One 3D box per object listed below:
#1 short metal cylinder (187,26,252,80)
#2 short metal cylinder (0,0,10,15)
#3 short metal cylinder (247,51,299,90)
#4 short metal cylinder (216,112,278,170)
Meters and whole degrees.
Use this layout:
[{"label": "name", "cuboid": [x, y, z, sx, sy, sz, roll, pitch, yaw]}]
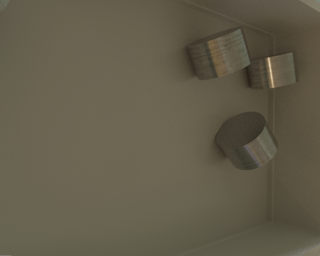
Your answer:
[{"label": "short metal cylinder", "cuboid": [0.085, -0.107, 0.444, 0.081, 0.080, 0.050, -34, 111, -35]}, {"label": "short metal cylinder", "cuboid": [-0.157, -0.094, 0.239, 0.050, 0.080, 0.080, 36, 68, -35]}, {"label": "short metal cylinder", "cuboid": [0.195, -0.100, 0.537, 0.081, 0.080, 0.050, -22, 104, -38]}, {"label": "short metal cylinder", "cuboid": [0.137, 0.020, 0.488, 0.050, 0.080, 0.080, 52, 59, -28]}]
